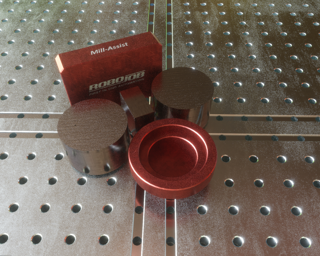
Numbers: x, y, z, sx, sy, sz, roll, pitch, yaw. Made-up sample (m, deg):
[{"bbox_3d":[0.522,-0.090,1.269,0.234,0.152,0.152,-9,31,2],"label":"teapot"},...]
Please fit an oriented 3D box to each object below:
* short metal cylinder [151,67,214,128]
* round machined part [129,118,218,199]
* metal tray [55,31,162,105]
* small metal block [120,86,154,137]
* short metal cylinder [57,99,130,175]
[{"bbox_3d":[0.029,-0.037,0.418,0.081,0.050,0.080,0,50,0],"label":"short metal cylinder"},{"bbox_3d":[0.014,0.039,0.359,0.099,0.042,0.098,0,50,0],"label":"round machined part"},{"bbox_3d":[-0.062,-0.070,0.418,0.131,0.090,0.030,-19,53,-15],"label":"metal tray"},{"bbox_3d":[-0.029,-0.017,0.400,0.025,0.050,0.050,-20,53,-16],"label":"small metal block"},{"bbox_3d":[-0.078,0.010,0.377,0.081,0.050,0.080,0,50,0],"label":"short metal cylinder"}]
